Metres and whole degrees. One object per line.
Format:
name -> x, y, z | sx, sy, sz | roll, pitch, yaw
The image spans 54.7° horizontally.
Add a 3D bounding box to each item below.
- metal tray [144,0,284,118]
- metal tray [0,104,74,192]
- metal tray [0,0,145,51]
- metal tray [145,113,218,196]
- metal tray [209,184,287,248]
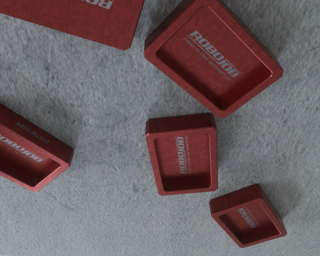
metal tray -> 0.059, -0.077, 0.339 | 0.130, 0.030, 0.090 | 35, 122, -27
metal tray -> -0.199, 0.030, 0.426 | 0.090, 0.030, 0.130 | -36, 122, 26
metal tray -> -0.079, -0.135, 0.288 | 0.131, 0.030, 0.089 | 14, 129, -13
metal tray -> 0.034, 0.042, 0.439 | 0.091, 0.030, 0.129 | -6, 130, 4
metal tray -> 0.155, 0.157, 0.540 | 0.090, 0.030, 0.130 | -26, 126, 20
